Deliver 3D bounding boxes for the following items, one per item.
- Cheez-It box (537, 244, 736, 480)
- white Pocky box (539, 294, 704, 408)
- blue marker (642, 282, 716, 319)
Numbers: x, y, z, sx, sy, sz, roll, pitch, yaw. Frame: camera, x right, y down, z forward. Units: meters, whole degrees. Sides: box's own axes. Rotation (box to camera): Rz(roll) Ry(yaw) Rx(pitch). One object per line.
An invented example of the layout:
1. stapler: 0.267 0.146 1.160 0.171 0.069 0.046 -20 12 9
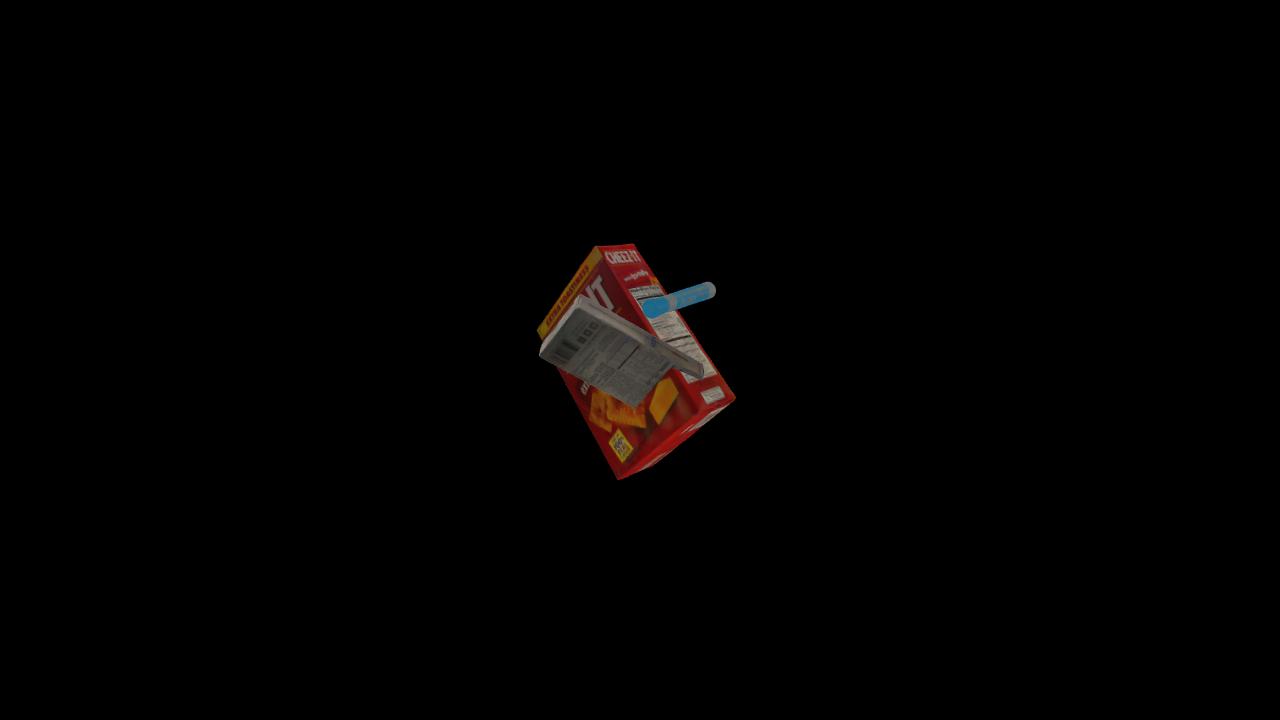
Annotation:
1. Cheez-It box: -0.015 0.002 0.712 0.071 0.223 0.166 -13 -24 -45
2. white Pocky box: -0.018 0.001 0.637 0.154 0.028 0.084 29 -53 -19
3. blue marker: 0.041 -0.062 0.630 0.020 0.020 0.121 0 15 36
